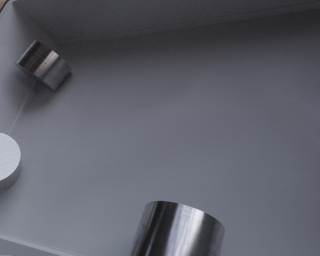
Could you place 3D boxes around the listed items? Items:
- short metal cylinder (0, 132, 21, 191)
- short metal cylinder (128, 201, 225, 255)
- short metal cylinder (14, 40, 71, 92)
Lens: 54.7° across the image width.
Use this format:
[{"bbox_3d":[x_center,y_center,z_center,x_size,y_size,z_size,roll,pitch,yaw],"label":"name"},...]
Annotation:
[{"bbox_3d":[-0.253,0.052,0.464,0.081,0.050,0.080,10,60,-18],"label":"short metal cylinder"},{"bbox_3d":[0.016,0.110,0.290,0.080,0.080,0.050,1,53,29],"label":"short metal cylinder"},{"bbox_3d":[-0.204,-0.107,0.544,0.080,0.080,0.050,25,76,37],"label":"short metal cylinder"}]
